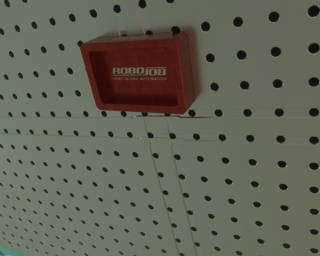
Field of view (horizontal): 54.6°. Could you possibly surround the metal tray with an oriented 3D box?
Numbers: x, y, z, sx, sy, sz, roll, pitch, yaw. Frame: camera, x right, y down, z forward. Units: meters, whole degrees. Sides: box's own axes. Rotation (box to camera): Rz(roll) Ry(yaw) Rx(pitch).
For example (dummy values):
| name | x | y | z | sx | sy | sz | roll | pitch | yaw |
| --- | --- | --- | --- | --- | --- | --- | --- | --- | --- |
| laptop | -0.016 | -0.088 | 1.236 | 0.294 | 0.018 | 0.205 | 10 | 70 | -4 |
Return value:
| name | x | y | z | sx | sy | sz | roll | pitch | yaw |
| --- | --- | --- | --- | --- | --- | --- | --- | --- | --- |
| metal tray | -0.028 | -0.066 | 0.382 | 0.130 | 0.030 | 0.090 | 4 | 121 | 26 |
